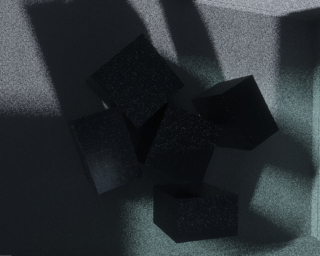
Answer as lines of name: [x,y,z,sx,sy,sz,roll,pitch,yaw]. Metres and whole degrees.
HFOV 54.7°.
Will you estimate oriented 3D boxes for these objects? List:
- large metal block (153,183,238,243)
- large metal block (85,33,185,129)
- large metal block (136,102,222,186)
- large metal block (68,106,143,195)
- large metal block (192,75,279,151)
large metal block: [0.043,0.104,0.398,0.081,0.080,0.050,1,90,-20]
large metal block: [-0.032,-0.055,0.384,0.080,0.050,0.080,-44,104,-15]
large metal block: [0.022,0.021,0.405,0.080,0.050,0.080,24,82,-19]
large metal block: [-0.066,0.022,0.356,0.050,0.080,0.080,-20,97,-19]
large metal block: [0.099,-0.019,0.417,0.050,0.080,0.080,-33,101,-17]
